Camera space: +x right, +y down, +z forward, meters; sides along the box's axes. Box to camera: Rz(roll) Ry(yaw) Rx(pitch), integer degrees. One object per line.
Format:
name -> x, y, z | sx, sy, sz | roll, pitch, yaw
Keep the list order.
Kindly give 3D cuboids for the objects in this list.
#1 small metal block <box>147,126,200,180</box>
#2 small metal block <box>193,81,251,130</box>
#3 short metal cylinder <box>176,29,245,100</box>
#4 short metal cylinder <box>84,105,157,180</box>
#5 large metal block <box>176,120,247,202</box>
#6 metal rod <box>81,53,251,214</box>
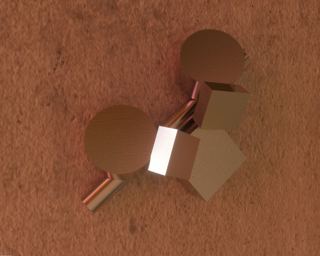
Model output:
small metal block -> 0.017, 0.029, 0.352 | 0.050, 0.025, 0.050 | 22, 82, -51
small metal block -> 0.073, -0.026, 0.372 | 0.050, 0.025, 0.050 | 2, 120, -20
short metal cylinder -> 0.064, -0.081, 0.406 | 0.081, 0.050, 0.080 | 1, 72, -4
short metal cylinder -> -0.045, 0.019, 0.366 | 0.081, 0.050, 0.080 | 1, 72, -4
large metal block -> 0.054, 0.037, 0.416 | 0.080, 0.050, 0.080 | -43, 104, -15
metal rod -> 0.018, -0.003, 0.418 | 0.301, 0.025, 0.025 | -43, 104, -15
